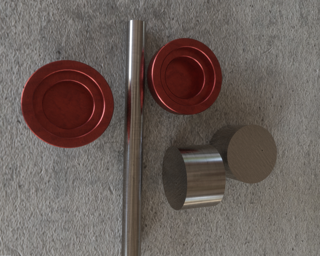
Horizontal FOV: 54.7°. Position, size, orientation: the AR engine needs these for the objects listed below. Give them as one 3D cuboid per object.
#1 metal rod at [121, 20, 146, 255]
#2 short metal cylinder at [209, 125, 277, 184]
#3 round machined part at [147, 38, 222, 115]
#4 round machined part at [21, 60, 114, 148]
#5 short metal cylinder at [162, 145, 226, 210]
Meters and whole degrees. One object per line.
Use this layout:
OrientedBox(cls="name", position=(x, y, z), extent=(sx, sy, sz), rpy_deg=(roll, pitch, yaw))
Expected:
OrientedBox(cls="metal rod", position=(-0.034, 0.014, 0.397), extent=(0.025, 0.025, 0.298), rpy_deg=(1, 90, -20))
OrientedBox(cls="short metal cylinder", position=(0.117, 0.035, 0.441), extent=(0.081, 0.050, 0.079), rpy_deg=(0, 90, -21))
OrientedBox(cls="round machined part", position=(0.029, -0.066, 0.412), extent=(0.099, 0.042, 0.097), rpy_deg=(0, 90, -21))
OrientedBox(cls="round machined part", position=(-0.107, -0.027, 0.361), extent=(0.099, 0.042, 0.097), rpy_deg=(0, 90, -21))
OrientedBox(cls="short metal cylinder", position=(0.041, 0.062, 0.396), extent=(0.050, 0.080, 0.079), rpy_deg=(-1, 91, -20))
